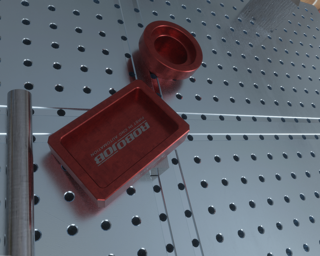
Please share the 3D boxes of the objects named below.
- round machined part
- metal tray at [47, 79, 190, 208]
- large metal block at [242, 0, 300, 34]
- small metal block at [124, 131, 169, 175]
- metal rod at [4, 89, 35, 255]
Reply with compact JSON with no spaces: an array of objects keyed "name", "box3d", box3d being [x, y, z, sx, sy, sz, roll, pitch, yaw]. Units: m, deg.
[{"name":"round machined part","box3d":[0.013,-0.113,0.475,0.099,0.042,0.098,14,56,-21]},{"name":"metal tray","box3d":[-0.043,0.012,0.346,0.131,0.030,0.090,-38,74,-25]},{"name":"large metal block","box3d":[0.241,-0.267,0.669,0.080,0.080,0.050,35,51,-5]},{"name":"small metal block","box3d":[-0.021,0.030,0.380,0.050,0.025,0.050,4,60,-27]},{"name":"metal rod","box3d":[-0.127,0.095,0.281,0.025,0.025,0.299,2,61,-28]}]
